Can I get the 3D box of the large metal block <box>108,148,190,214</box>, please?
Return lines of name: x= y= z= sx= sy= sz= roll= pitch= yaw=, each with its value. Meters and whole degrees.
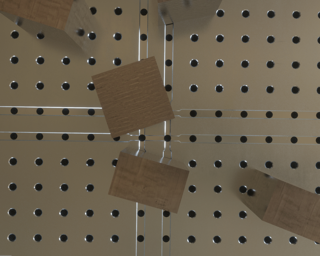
large metal block: x=-0.013 y=0.061 z=0.386 sx=0.080 sy=0.080 sz=0.050 roll=16 pitch=90 yaw=-1

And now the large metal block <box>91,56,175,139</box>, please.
large metal block: x=-0.033 y=-0.038 z=0.400 sx=0.080 sy=0.050 sz=0.080 roll=-18 pitch=90 yaw=-1

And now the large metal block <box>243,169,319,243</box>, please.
large metal block: x=0.161 y=0.095 z=0.388 sx=0.080 sy=0.080 sz=0.050 roll=22 pitch=90 yaw=-1

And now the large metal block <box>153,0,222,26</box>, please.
large metal block: x=0.032 y=-0.172 z=0.386 sx=0.080 sy=0.080 sz=0.050 roll=-12 pitch=90 yaw=0

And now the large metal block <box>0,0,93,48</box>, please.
large metal block: x=-0.138 y=-0.144 z=0.384 sx=0.080 sy=0.080 sz=0.050 roll=17 pitch=90 yaw=-1
